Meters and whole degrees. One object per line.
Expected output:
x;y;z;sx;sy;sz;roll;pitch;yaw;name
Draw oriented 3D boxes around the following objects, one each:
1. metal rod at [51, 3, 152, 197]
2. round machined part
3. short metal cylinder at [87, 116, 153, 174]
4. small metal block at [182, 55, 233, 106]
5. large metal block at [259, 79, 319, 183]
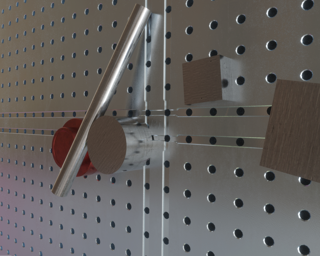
-0.088;-0.033;0.450;0.025;0.025;0.298;33;101;35;metal rod
-0.142;0.032;0.513;0.098;0.042;0.097;0;90;39;round machined part
-0.057;0.023;0.438;0.080;0.050;0.079;0;90;39;short metal cylinder
0.055;-0.054;0.362;0.050;0.025;0.050;-5;87;39;small metal block
0.144;0.004;0.274;0.080;0.050;0.079;15;100;38;large metal block
